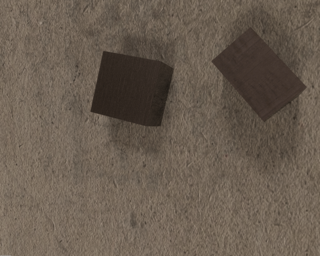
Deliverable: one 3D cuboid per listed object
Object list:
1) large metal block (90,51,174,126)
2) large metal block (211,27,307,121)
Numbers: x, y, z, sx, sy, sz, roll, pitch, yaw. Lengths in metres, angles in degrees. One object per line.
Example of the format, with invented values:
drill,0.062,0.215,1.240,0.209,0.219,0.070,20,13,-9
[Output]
large metal block,-0.036,-0.050,0.407,0.080,0.050,0.079,14,95,19
large metal block,0.109,-0.054,0.341,0.050,0.080,0.080,-41,78,15
